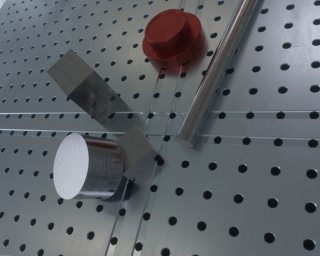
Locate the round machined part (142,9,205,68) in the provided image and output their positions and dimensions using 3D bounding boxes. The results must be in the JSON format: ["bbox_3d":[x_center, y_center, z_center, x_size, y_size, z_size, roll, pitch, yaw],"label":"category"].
[{"bbox_3d":[0.016,-0.144,0.477,0.098,0.042,0.098,-13,56,21],"label":"round machined part"}]

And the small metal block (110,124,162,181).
[{"bbox_3d":[-0.034,0.032,0.407,0.050,0.025,0.050,-39,51,1],"label":"small metal block"}]

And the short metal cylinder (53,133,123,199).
[{"bbox_3d":[-0.092,0.050,0.392,0.080,0.050,0.080,-13,71,42],"label":"short metal cylinder"}]

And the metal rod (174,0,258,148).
[{"bbox_3d":[0.092,-0.110,0.427,0.025,0.025,0.300,14,69,33],"label":"metal rod"}]

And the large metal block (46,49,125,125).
[{"bbox_3d":[-0.112,-0.062,0.470,0.050,0.080,0.080,-45,51,-3],"label":"large metal block"}]
